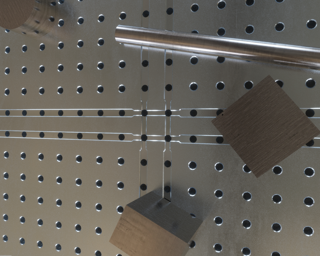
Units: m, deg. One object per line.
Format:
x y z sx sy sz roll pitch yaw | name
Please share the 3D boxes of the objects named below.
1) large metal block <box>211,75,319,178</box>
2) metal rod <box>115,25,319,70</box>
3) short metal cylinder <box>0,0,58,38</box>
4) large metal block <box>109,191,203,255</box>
0.120 -0.001 0.357 0.080 0.050 0.080 -40 78 15 | large metal block
0.083 -0.100 0.383 0.301 0.025 0.025 13 94 19 | metal rod
-0.204 -0.182 0.470 0.080 0.050 0.079 0 90 19 | short metal cylinder
-0.002 0.128 0.383 0.080 0.080 0.050 27 99 17 | large metal block
